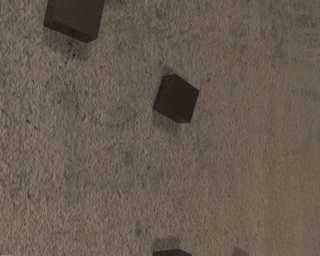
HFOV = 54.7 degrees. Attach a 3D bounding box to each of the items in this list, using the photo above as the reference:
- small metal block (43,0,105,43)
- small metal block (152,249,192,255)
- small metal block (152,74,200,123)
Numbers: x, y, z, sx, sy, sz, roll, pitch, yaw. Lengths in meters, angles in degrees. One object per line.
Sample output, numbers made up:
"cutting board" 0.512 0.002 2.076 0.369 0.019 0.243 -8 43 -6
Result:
"small metal block" -0.090 -0.125 0.330 0.050 0.025 0.050 15 81 -39
"small metal block" 0.014 0.195 0.419 0.050 0.025 0.050 13 82 -40
"small metal block" 0.023 -0.039 0.426 0.050 0.025 0.050 28 72 -37
